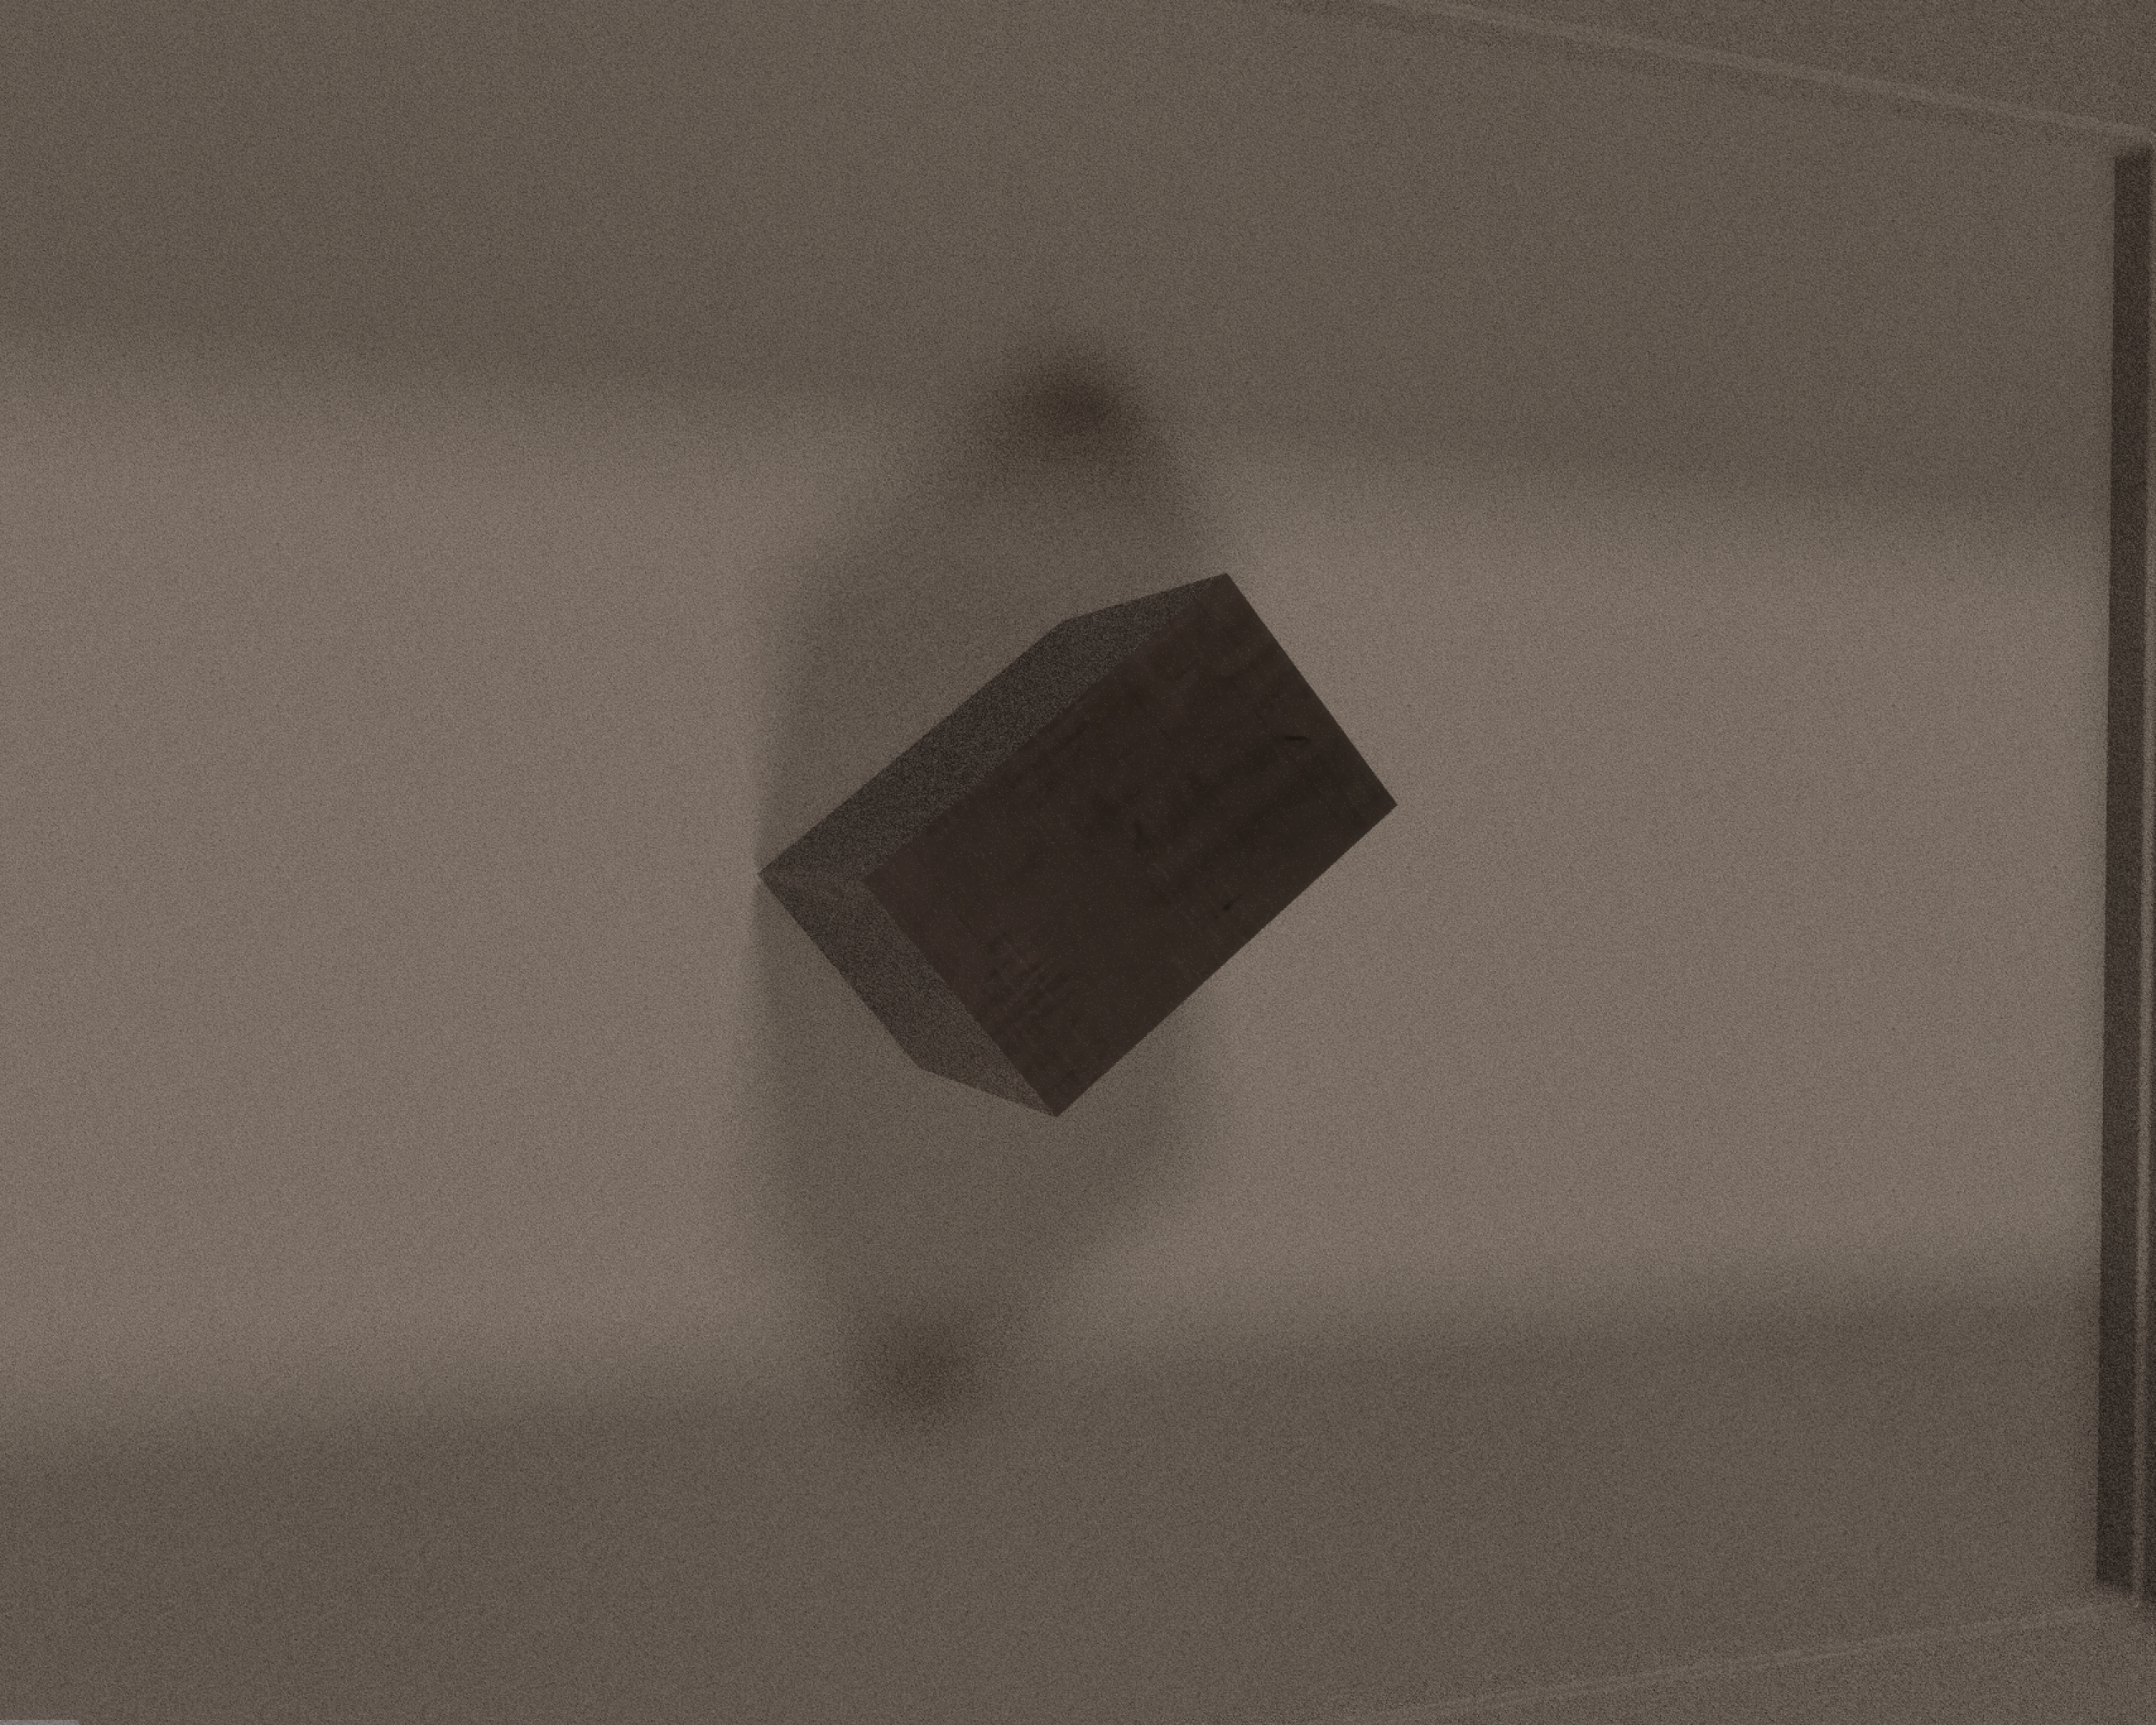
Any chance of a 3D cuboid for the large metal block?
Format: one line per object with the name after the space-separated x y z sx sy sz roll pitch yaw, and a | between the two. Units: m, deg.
-0.003 -0.004 0.378 0.080 0.080 0.050 -41 104 -15 | large metal block
